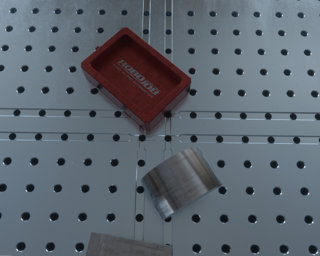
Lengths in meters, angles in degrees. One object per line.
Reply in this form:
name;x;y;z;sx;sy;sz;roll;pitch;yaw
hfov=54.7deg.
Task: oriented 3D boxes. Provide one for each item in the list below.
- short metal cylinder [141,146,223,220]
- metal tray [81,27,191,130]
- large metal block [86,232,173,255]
short metal cylinder;0.025;0.064;0.359;0.080;0.080;0.050;-29;73;-10
metal tray;-0.033;-0.071;0.434;0.130;0.030;0.090;41;75;13
large metal block;-0.032;0.145;0.329;0.080;0.080;0.050;10;71;3
